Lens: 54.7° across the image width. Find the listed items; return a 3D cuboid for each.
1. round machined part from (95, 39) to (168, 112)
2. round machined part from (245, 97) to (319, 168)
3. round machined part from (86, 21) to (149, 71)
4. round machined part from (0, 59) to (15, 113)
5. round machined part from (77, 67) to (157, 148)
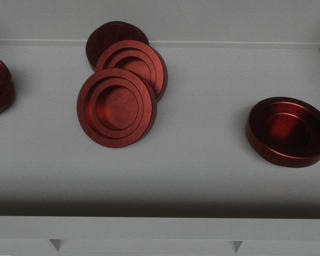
[{"bbox_3d":[-0.036,-0.069,0.429,0.098,0.097,0.042,17,8,13],"label":"round machined part"},{"bbox_3d":[0.157,0.009,0.388,0.099,0.042,0.098,0,50,0],"label":"round machined part"},{"bbox_3d":[-0.065,-0.125,0.478,0.099,0.042,0.098,1,70,-2],"label":"round machined part"},{"bbox_3d":[-0.240,-0.066,0.410,0.042,0.098,0.098,-38,46,26],"label":"round machined part"},{"bbox_3d":[-0.051,-0.025,0.392,0.098,0.097,0.042,17,7,13],"label":"round machined part"}]
